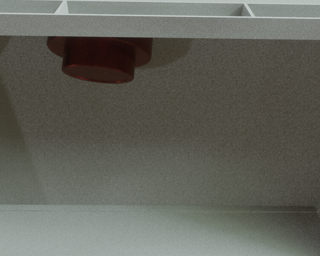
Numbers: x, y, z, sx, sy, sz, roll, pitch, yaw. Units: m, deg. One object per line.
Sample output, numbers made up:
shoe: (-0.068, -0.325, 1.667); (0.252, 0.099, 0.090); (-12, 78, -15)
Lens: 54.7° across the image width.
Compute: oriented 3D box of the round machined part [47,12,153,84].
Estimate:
round machined part: (-0.058, -0.071, 0.301); (0.099, 0.098, 0.042); (4, 85, 1)
